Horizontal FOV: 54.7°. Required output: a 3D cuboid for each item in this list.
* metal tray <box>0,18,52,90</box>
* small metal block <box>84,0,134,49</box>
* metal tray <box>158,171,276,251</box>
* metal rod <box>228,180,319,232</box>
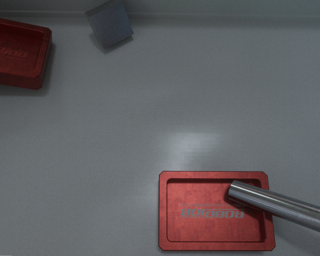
[{"bbox_3d":[-0.222,-0.106,0.418,0.131,0.030,0.090,8,61,-14],"label":"metal tray"},{"bbox_3d":[-0.072,-0.151,0.448,0.050,0.050,0.025,-31,42,-11],"label":"small metal block"},{"bbox_3d":[0.064,0.099,0.371,0.131,0.030,0.090,0,70,-1],"label":"metal tray"},{"bbox_3d":[0.208,0.105,0.286,0.300,0.025,0.025,15,68,33],"label":"metal rod"}]
